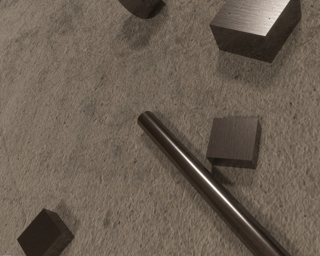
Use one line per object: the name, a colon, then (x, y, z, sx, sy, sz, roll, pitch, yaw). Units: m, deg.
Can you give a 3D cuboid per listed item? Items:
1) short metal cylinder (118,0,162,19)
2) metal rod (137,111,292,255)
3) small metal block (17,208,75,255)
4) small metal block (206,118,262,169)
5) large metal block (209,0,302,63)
short metal cylinder: (-0.036, -0.236, 0.531, 0.080, 0.080, 0.050, 32, 80, 37)
metal rod: (0.061, 0.072, 0.326, 0.025, 0.025, 0.300, -43, 51, -1)
small metal block: (-0.145, 0.140, 0.392, 0.050, 0.025, 0.050, 33, 80, 38)
small metal block: (0.084, 0.017, 0.349, 0.050, 0.025, 0.050, 2, 63, 28)
large metal block: (0.126, -0.141, 0.408, 0.080, 0.050, 0.080, 27, 76, 37)
